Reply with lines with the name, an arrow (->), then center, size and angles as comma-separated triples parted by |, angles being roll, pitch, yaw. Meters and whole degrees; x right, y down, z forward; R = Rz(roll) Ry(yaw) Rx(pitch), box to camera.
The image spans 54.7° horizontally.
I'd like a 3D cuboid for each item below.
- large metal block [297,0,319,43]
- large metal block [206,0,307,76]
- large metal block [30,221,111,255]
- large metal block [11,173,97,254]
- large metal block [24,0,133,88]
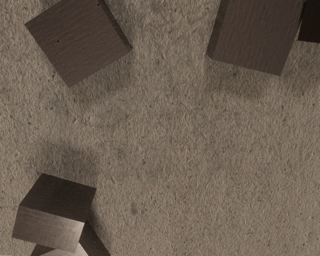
large metal block -> 0.198, -0.131, 0.329 | 0.081, 0.050, 0.079 | -13, 117, -41
large metal block -> 0.106, -0.112, 0.357 | 0.081, 0.050, 0.079 | 13, 110, -5
large metal block -> -0.133, 0.195, 0.467 | 0.080, 0.050, 0.080 | -24, 109, 8
large metal block -> -0.139, 0.112, 0.420 | 0.080, 0.080, 0.050 | 18, 109, -7
large metal block -> -0.089, -0.105, 0.357 | 0.080, 0.050, 0.080 | -28, 108, 9
